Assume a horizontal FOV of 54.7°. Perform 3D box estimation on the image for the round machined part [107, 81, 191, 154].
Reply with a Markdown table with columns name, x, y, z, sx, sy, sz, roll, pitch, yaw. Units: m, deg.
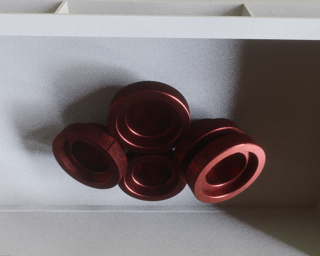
| name | x | y | z | sx | sy | sz | roll | pitch | yaw |
| --- | --- | --- | --- | --- | --- | --- | --- | --- | --- |
| round machined part | -0.013 | -0.017 | 0.380 | 0.099 | 0.042 | 0.097 | 0 | 130 | 0 |

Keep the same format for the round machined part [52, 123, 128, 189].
| name | x | y | z | sx | sy | sz | roll | pitch | yaw |
| --- | --- | --- | --- | --- | --- | --- | --- | --- | --- |
| round machined part | -0.087 | 0.032 | 0.408 | 0.098 | 0.042 | 0.097 | 13 | 132 | 16 |

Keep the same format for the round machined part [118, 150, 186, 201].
| name | x | y | z | sx | sy | sz | roll | pitch | yaw |
| --- | --- | --- | --- | --- | --- | --- | --- | --- | --- |
| round machined part | -0.011 | 0.059 | 0.445 | 0.099 | 0.042 | 0.097 | 0 | 130 | 0 |

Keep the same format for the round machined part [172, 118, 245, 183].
| name | x | y | z | sx | sy | sz | roll | pitch | yaw |
| --- | --- | --- | --- | --- | --- | --- | --- | --- | --- |
| round machined part | 0.061 | 0.026 | 0.405 | 0.099 | 0.042 | 0.097 | -15 | 132 | -17 |

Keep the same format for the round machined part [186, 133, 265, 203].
| name | x | y | z | sx | sy | sz | roll | pitch | yaw |
| --- | --- | --- | --- | --- | --- | --- | --- | --- | --- |
| round machined part | 0.076 | 0.044 | 0.383 | 0.099 | 0.042 | 0.097 | -15 | 132 | -17 |
